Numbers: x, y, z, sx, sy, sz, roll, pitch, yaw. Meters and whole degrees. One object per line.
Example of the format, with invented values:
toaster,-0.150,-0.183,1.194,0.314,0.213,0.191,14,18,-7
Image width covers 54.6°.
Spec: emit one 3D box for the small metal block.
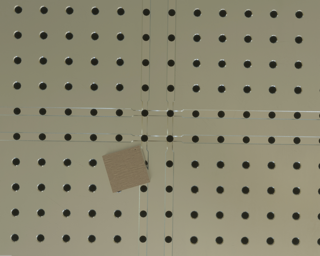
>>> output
small metal block,-0.044,0.053,0.413,0.050,0.025,0.050,-16,90,0
